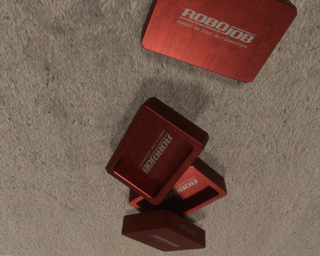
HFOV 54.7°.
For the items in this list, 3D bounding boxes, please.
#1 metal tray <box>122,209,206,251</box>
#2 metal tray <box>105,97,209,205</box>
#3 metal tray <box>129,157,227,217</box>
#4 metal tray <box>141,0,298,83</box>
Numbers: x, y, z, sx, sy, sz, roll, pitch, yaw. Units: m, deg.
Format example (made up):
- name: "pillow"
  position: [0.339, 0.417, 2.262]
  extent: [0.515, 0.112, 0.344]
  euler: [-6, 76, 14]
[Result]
- name: "metal tray"
  position: [0.009, 0.179, 0.529]
  extent: [0.090, 0.030, 0.130]
  euler: [-18, 140, 30]
- name: "metal tray"
  position: [-0.008, 0.034, 0.409]
  extent: [0.090, 0.030, 0.129]
  euler: [35, 125, 2]
- name: "metal tray"
  position: [0.026, 0.100, 0.489]
  extent: [0.130, 0.030, 0.090]
  euler: [-35, 122, 25]
- name: "metal tray"
  position: [0.056, -0.106, 0.314]
  extent: [0.131, 0.030, 0.089]
  euler: [16, 128, -14]
